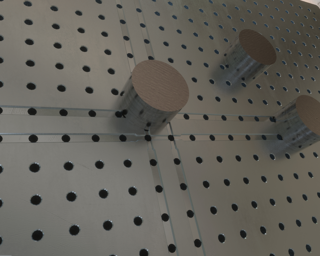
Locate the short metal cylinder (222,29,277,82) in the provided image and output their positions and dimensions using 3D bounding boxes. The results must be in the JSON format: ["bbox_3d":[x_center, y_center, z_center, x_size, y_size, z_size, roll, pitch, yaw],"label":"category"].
[{"bbox_3d":[0.160,-0.130,0.557,0.081,0.050,0.080,14,56,-21],"label":"short metal cylinder"}]

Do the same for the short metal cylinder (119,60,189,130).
[{"bbox_3d":[-0.009,-0.044,0.414,0.081,0.050,0.080,14,56,-21],"label":"short metal cylinder"}]

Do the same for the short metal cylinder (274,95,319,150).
[{"bbox_3d":[0.245,-0.009,0.529,0.081,0.050,0.080,14,56,-21],"label":"short metal cylinder"}]
